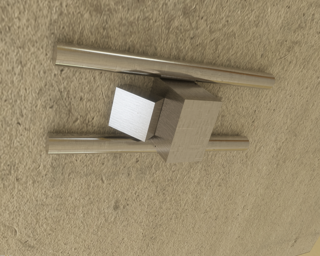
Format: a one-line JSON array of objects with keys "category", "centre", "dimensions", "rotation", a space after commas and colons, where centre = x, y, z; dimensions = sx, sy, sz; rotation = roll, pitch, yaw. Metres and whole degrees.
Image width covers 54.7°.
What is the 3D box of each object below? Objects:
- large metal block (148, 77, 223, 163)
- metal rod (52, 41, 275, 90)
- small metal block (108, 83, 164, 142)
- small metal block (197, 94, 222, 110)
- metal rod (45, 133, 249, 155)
[{"category": "large metal block", "centre": [0.021, -0.014, 0.380], "dimensions": [0.050, 0.080, 0.079], "rotation": [1, 118, -29]}, {"category": "metal rod", "centre": [0.027, -0.071, 0.381], "dimensions": [0.303, 0.025, 0.025], "rotation": [1, 118, -29]}, {"category": "small metal block", "centre": [-0.028, -0.019, 0.365], "dimensions": [0.025, 0.050, 0.050], "rotation": [-36, 146, -60]}, {"category": "small metal block", "centre": [0.062, -0.016, 0.416], "dimensions": [0.025, 0.050, 0.050], "rotation": [19, 114, 9]}, {"category": "metal rod", "centre": [0.004, 0.021, 0.425], "dimensions": [0.303, 0.025, 0.025], "rotation": [2, 118, -30]}]
